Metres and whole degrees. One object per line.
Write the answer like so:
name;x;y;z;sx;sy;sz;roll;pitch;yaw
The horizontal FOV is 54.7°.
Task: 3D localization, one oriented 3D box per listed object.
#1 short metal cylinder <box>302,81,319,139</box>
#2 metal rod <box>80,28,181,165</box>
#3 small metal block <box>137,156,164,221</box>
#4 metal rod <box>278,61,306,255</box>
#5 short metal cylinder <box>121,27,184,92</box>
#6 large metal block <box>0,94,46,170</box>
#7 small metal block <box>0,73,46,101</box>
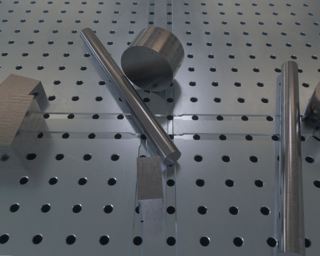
short metal cylinder;0.240;-0.024;0.413;0.080;0.050;0.080;0;50;0
metal rod;-0.057;-0.064;0.460;0.025;0.025;0.300;-23;54;-18
small metal block;-0.011;0.066;0.336;0.025;0.050;0.050;-3;50;-3
metal rod;0.166;0.015;0.395;0.025;0.025;0.300;11;51;9
short metal cylinder;-0.010;-0.100;0.456;0.080;0.080;0.050;16;52;13
large metal block;-0.202;0.003;0.388;0.080;0.050;0.080;3;50;2
small metal block;-0.204;-0.048;0.447;0.050;0.025;0.050;15;52;12
